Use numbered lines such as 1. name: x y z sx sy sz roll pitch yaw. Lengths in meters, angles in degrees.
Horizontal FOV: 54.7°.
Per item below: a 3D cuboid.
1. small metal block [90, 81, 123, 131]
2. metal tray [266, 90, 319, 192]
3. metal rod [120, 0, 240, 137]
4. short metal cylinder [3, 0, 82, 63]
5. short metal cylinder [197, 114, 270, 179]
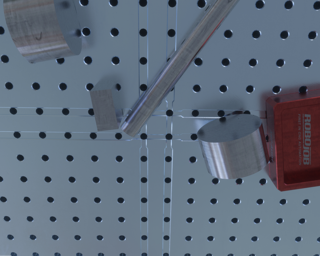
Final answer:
1. small metal block: -0.066 -0.029 0.389 0.025 0.050 0.050 -7 110 2
2. metal tray: 0.197 0.017 0.418 0.090 0.030 0.129 -9 110 3
3. metal rod: 0.046 -0.109 0.373 0.025 0.025 0.299 35 106 -12
4. short metal cylinder: -0.125 -0.116 0.340 0.050 0.080 0.079 -10 110 3
5. short metal cylinder: 0.092 0.021 0.393 0.080 0.080 0.050 -16 109 6
